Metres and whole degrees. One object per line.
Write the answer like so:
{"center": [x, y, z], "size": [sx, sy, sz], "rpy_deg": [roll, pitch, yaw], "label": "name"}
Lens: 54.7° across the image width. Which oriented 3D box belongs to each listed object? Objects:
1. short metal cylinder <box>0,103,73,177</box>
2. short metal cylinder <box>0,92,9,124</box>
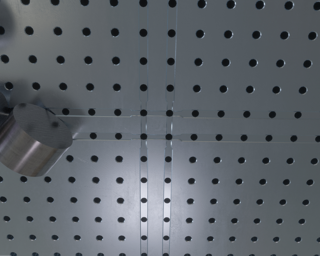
{"center": [-0.159, 0.014, 0.388], "size": [0.080, 0.080, 0.050], "rpy_deg": [39, 105, -13], "label": "short metal cylinder"}
{"center": [-0.229, -0.009, 0.379], "size": [0.050, 0.080, 0.079], "rpy_deg": [6, 110, -3], "label": "short metal cylinder"}
